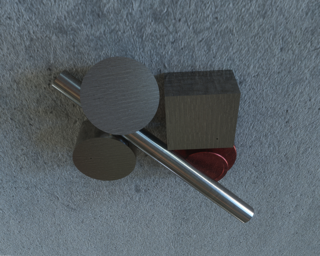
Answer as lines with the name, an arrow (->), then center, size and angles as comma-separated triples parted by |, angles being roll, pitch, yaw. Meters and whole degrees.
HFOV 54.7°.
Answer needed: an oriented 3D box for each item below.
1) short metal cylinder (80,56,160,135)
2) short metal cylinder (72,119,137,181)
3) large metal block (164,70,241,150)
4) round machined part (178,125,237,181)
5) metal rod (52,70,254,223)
short metal cylinder -> -0.045, -0.034, 0.338 | 0.081, 0.050, 0.079 | -1, 92, -14
short metal cylinder -> -0.071, 0.025, 0.414 | 0.081, 0.050, 0.079 | 0, 130, 0
large metal block -> 0.047, -0.021, 0.372 | 0.080, 0.050, 0.079 | -3, 130, 2
round machined part -> 0.058, 0.044, 0.434 | 0.099, 0.042, 0.097 | 0, 130, 0
metal rod -> 0.000, 0.030, 0.390 | 0.301, 0.025, 0.025 | 37, 122, -12
